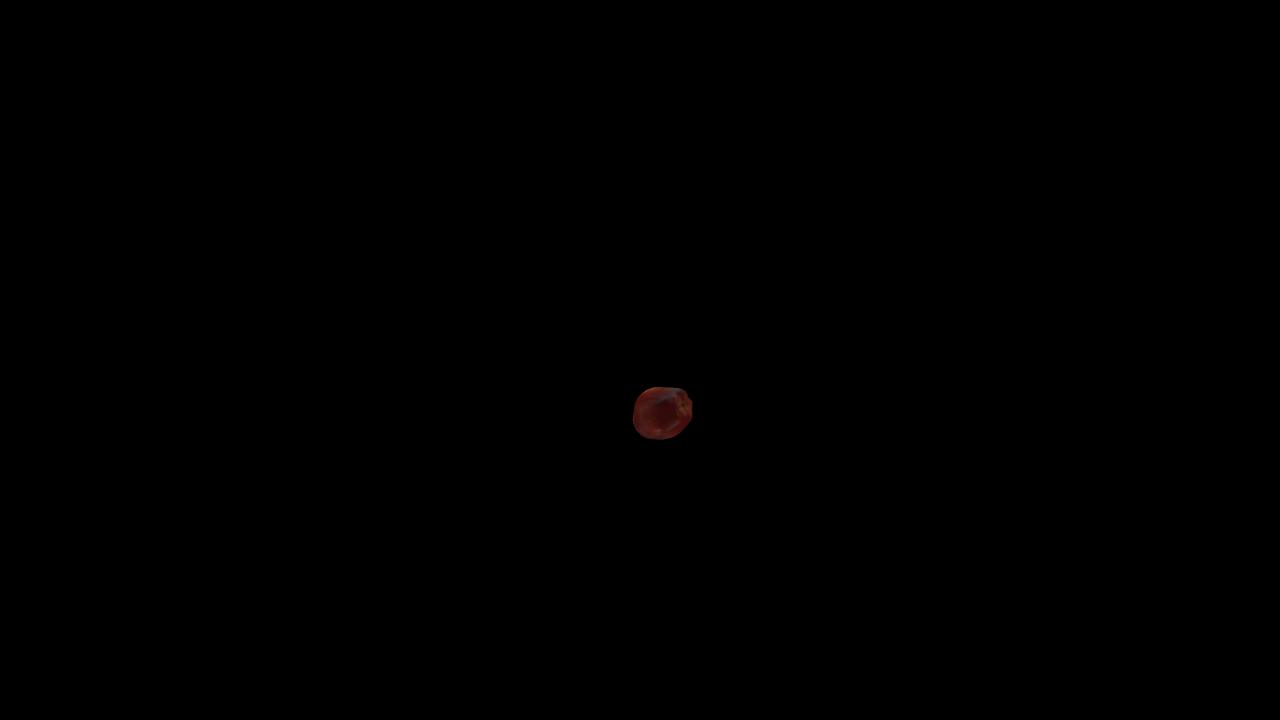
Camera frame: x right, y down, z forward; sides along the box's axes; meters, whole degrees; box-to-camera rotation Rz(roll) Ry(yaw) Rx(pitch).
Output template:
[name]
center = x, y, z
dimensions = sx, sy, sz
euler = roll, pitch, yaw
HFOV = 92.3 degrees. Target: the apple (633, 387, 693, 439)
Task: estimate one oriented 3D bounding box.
[apple]
center = 0.031, 0.077, 0.891
dimensions = 0.093, 0.079, 0.079
euler = -19, -12, 40
